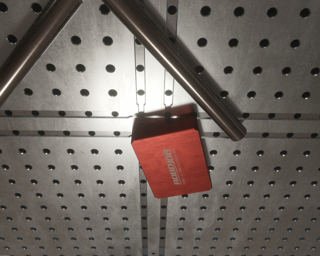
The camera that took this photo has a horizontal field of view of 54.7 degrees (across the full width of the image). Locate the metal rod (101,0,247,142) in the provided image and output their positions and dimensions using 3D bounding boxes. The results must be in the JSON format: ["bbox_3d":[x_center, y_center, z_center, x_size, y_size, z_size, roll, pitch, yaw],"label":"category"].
[{"bbox_3d":[0.010,-0.079,0.344,0.025,0.025,0.300,-33,124,24],"label":"metal rod"}]

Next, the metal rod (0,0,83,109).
[{"bbox_3d":[-0.188,-0.034,0.350,0.025,0.025,0.299,37,112,-27],"label":"metal rod"}]

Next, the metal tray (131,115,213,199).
[{"bbox_3d":[0.021,0.046,0.448,0.090,0.030,0.129,-12,130,9],"label":"metal tray"}]
